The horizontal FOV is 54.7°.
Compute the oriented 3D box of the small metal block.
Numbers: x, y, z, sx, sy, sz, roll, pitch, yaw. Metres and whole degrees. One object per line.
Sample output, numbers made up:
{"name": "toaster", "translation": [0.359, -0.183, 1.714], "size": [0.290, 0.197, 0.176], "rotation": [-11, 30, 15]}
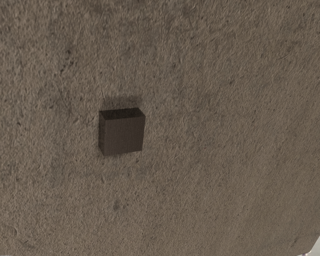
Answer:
{"name": "small metal block", "translation": [-0.048, 0.004, 0.385], "size": [0.050, 0.025, 0.050], "rotation": [-7, 122, -25]}
